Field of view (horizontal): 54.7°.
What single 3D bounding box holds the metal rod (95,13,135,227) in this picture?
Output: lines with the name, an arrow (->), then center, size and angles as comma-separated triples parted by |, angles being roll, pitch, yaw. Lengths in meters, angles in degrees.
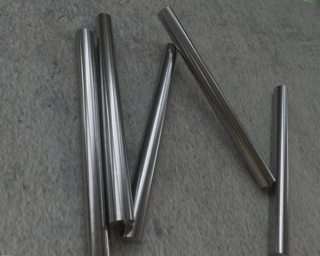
metal rod -> -0.060, -0.033, 0.381 | 0.025, 0.025, 0.299 | 6, 55, -26

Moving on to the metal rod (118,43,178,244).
metal rod -> -0.006, -0.005, 0.404 | 0.025, 0.025, 0.300 | 23, 53, -15

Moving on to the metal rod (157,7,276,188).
metal rod -> 0.080, -0.050, 0.459 | 0.025, 0.025, 0.299 | -24, 81, -37

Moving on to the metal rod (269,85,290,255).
metal rod -> 0.186, 0.046, 0.478 | 0.025, 0.025, 0.300 | 27, 52, -12

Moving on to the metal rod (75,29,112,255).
metal rod -> -0.080, 0.004, 0.359 | 0.025, 0.025, 0.299 | 4, 60, -27
